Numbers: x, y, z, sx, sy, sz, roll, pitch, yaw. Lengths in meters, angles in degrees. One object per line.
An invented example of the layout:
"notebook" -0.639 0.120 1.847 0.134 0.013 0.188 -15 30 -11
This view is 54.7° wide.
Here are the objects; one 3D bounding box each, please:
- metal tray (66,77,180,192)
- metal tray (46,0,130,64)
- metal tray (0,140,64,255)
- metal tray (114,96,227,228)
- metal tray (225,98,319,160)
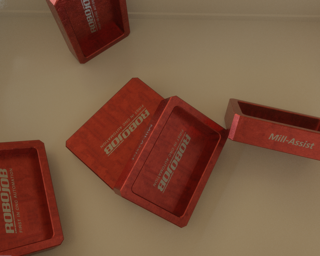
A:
"metal tray" -0.043 0.007 0.404 0.090 0.030 0.130 40 74 13
"metal tray" -0.089 -0.150 0.408 0.090 0.130 0.030 -36 74 -12
"metal tray" -0.170 0.080 0.351 0.091 0.030 0.130 -4 65 -38
"metal tray" 0.016 0.039 0.368 0.090 0.030 0.130 33 75 -18
"metal tray" 0.148 0.001 0.377 0.131 0.090 0.030 13 109 4
